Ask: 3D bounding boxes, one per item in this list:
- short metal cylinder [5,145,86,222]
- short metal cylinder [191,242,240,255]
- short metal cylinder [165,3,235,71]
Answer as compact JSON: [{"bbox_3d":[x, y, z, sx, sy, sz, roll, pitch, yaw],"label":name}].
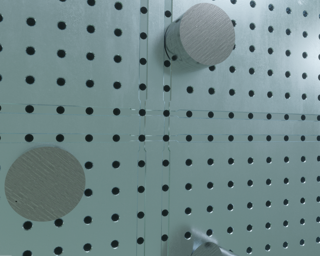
[{"bbox_3d":[-0.129,0.059,0.352,0.081,0.050,0.079,0,90,-21],"label":"short metal cylinder"},{"bbox_3d":[0.076,0.201,0.413,0.050,0.080,0.080,32,80,-18],"label":"short metal cylinder"},{"bbox_3d":[0.053,-0.121,0.420,0.081,0.050,0.079,0,90,-20],"label":"short metal cylinder"}]
